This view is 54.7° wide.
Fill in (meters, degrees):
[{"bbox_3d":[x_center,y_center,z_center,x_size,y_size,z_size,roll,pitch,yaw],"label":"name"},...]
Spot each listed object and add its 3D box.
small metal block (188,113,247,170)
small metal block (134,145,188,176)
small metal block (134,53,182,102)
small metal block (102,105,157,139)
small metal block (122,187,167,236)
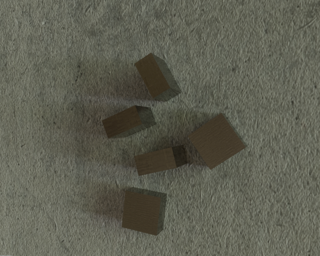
[{"bbox_3d":[0.072,0.016,0.384,0.050,0.025,0.050,-36,79,16],"label":"small metal block"},{"bbox_3d":[0.002,0.040,0.395,0.050,0.050,0.025,-15,85,19],"label":"small metal block"},{"bbox_3d":[-0.001,-0.063,0.396,0.025,0.050,0.050,-31,80,17],"label":"small metal block"},{"bbox_3d":[-0.039,-0.007,0.410,0.050,0.050,0.025,-23,83,18],"label":"small metal block"},{"bbox_3d":[-0.021,0.111,0.416,0.050,0.025,0.050,7,92,19],"label":"small metal block"}]
